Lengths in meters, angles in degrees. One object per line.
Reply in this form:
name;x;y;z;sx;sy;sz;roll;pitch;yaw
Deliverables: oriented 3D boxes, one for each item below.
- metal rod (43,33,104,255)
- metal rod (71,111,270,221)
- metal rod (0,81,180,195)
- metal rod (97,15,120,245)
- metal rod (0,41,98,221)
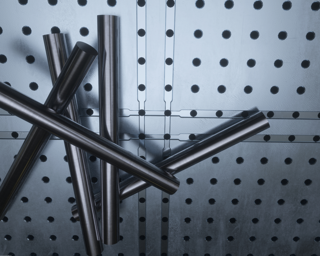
metal rod;-0.110;0.032;0.406;0.025;0.025;0.298;-6;104;2
metal rod;0.008;0.057;0.434;0.301;0.025;0.025;-28;108;9
metal rod;-0.099;0.007;0.358;0.301;0.025;0.025;32;107;-23
metal rod;-0.065;0.013;0.400;0.025;0.025;0.298;1;104;-1
metal rod;-0.160;0.022;0.394;0.025;0.025;0.298;32;116;-12
